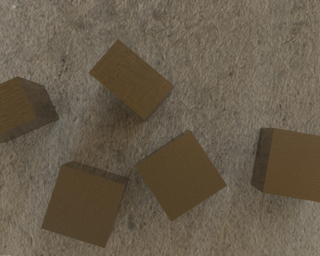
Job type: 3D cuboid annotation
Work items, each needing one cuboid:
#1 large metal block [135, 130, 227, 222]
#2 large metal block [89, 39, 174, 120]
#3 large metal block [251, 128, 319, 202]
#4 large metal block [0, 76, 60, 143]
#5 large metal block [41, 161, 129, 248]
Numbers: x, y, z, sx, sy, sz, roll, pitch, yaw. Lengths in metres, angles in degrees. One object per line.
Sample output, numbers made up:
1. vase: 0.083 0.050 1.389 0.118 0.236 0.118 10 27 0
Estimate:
1. large metal block: 0.025 0.058 0.398 0.080 0.050 0.080 -33 90 0
2. large metal block: -0.032 -0.054 0.382 0.080 0.080 0.050 40 90 -1
3. large metal block: 0.171 0.046 0.400 0.080 0.050 0.080 10 90 -1
4. large metal block: -0.183 -0.018 0.380 0.080 0.080 0.050 -24 90 0
5. large metal block: -0.092 0.094 0.396 0.080 0.050 0.080 18 90 -1
